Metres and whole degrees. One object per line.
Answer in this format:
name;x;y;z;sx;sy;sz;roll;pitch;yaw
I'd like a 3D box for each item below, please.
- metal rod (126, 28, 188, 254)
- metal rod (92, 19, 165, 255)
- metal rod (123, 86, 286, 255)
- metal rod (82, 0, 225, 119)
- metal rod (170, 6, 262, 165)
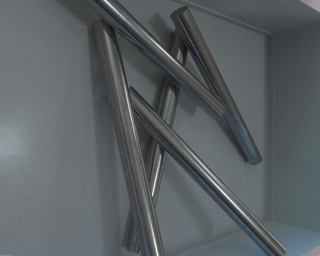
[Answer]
metal rod;0.002;0.009;0.409;0.025;0.025;0.299;20;77;-39
metal rod;-0.032;0.026;0.341;0.025;0.025;0.298;-8;83;-40
metal rod;0.059;0.065;0.397;0.300;0.025;0.025;46;61;-10
metal rod;-0.017;-0.099;0.360;0.301;0.025;0.025;37;67;-34
metal rod;0.097;-0.044;0.470;0.025;0.025;0.300;-55;128;-26
